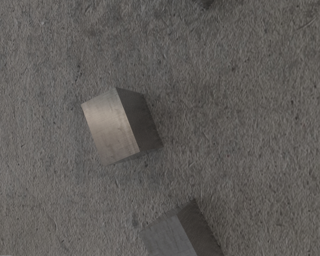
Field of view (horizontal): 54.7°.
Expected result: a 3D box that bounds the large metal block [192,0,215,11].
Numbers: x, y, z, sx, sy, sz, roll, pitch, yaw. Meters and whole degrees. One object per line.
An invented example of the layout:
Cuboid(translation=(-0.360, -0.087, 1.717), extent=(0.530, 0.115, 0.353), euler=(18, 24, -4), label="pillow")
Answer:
Cuboid(translation=(0.047, -0.208, 0.379), extent=(0.080, 0.050, 0.080), euler=(41, 103, 15), label="large metal block")

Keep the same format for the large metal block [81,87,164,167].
Cuboid(translation=(-0.045, -0.001, 0.395), extent=(0.050, 0.080, 0.080), euler=(-24, 82, 18), label="large metal block")

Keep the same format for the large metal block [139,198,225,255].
Cuboid(translation=(0.029, 0.139, 0.369), extent=(0.050, 0.080, 0.080), euler=(-31, 80, 17), label="large metal block")
